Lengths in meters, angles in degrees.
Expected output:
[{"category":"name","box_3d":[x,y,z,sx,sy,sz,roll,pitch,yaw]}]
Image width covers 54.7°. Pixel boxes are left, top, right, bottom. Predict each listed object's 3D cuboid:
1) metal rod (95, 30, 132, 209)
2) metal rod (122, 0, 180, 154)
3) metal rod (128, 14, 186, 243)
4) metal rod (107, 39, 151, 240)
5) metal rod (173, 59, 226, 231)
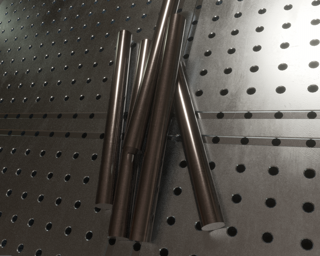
[{"category":"metal rod","box_3d":[-0.064,-0.032,0.459,0.025,0.025,0.299,-12,57,21]},{"category":"metal rod","box_3d":[-0.004,-0.106,0.441,0.025,0.025,0.299,0,63,28]},{"category":"metal rod","box_3d":[0.001,-0.015,0.391,0.025,0.025,0.299,-1,69,27]},{"category":"metal rod","box_3d":[-0.034,-0.004,0.426,0.025,0.025,0.299,-8,58,24]},{"category":"metal rod","box_3d":[0.032,-0.020,0.402,0.025,0.025,0.299,-21,54,15]}]
